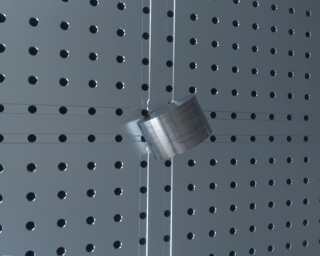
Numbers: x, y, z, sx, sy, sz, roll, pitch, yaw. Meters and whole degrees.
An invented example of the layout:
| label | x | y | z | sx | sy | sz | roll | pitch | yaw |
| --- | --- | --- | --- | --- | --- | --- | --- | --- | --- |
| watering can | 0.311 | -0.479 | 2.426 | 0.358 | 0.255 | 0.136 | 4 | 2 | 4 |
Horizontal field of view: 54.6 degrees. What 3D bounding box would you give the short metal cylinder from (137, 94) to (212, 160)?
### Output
| label | x | y | z | sx | sy | sz | roll | pitch | yaw |
| --- | --- | --- | --- | --- | --- | --- | --- | --- | --- |
| short metal cylinder | 0.018 | -0.002 | 0.389 | 0.080 | 0.080 | 0.050 | -30 | 99 | -18 |
